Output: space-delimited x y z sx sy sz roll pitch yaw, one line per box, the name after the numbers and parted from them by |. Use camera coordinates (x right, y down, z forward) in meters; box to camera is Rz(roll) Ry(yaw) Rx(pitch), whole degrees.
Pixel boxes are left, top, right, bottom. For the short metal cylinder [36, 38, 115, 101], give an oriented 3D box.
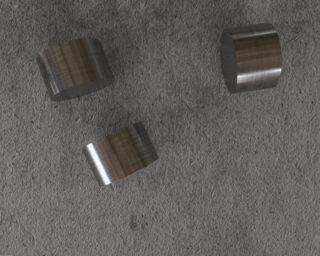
-0.103 -0.070 0.382 0.080 0.080 0.050 -20 90 0 | short metal cylinder

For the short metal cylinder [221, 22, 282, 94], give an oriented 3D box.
0.109 -0.085 0.383 0.050 0.080 0.080 -9 90 0 | short metal cylinder

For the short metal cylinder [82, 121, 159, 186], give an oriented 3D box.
-0.048 0.031 0.382 0.080 0.080 0.050 -25 90 0 | short metal cylinder
